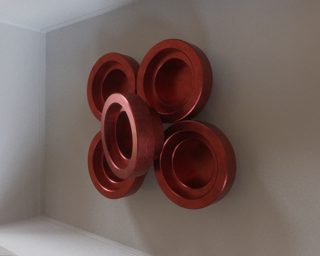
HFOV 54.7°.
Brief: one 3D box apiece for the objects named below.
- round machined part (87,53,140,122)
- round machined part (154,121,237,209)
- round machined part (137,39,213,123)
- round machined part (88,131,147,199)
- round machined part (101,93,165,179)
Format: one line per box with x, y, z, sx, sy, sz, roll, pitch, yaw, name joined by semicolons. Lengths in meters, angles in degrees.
-0.056;-0.054;0.437;0.098;0.042;0.097;0;90;39;round machined part
0.043;0.040;0.356;0.098;0.042;0.097;0;90;39;round machined part
0.021;-0.054;0.374;0.098;0.042;0.097;0;90;39;round machined part
-0.054;0.048;0.436;0.098;0.042;0.097;0;90;39;round machined part
-0.030;0.007;0.361;0.098;0.042;0.097;14;106;56;round machined part
